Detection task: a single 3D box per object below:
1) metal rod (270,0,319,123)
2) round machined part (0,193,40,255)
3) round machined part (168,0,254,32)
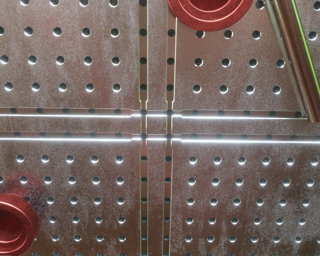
[{"bbox_3d":[0.146,-0.140,0.363,0.025,0.025,0.299,-24,109,8],"label":"metal rod"},{"bbox_3d":[-0.225,0.137,0.453,0.099,0.042,0.097,0,110,0],"label":"round machined part"},{"bbox_3d":[0.054,-0.160,0.346,0.099,0.042,0.097,0,110,0],"label":"round machined part"}]
